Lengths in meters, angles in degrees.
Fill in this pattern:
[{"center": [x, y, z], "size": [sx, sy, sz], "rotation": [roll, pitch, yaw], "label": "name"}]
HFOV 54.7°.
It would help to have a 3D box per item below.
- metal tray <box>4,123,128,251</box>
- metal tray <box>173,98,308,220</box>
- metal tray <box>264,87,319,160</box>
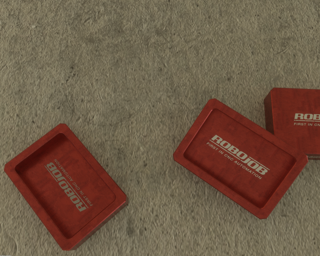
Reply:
[{"center": [-0.113, 0.069, 0.379], "size": [0.090, 0.030, 0.130], "rotation": [-40, 75, -13], "label": "metal tray"}, {"center": [0.094, 0.035, 0.375], "size": [0.130, 0.030, 0.090], "rotation": [34, 97, 11], "label": "metal tray"}, {"center": [0.210, -0.005, 0.408], "size": [0.131, 0.030, 0.090], "rotation": [2, 70, 1], "label": "metal tray"}]
